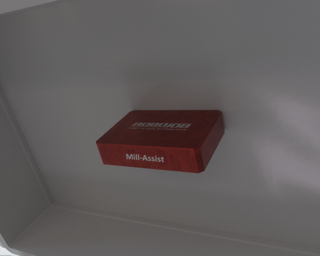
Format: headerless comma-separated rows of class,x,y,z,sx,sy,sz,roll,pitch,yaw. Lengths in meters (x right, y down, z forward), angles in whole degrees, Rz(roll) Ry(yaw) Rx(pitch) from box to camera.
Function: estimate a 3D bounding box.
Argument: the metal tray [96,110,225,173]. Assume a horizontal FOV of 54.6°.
metal tray,0.002,0.011,0.372,0.130,0.090,0.030,2,119,27
